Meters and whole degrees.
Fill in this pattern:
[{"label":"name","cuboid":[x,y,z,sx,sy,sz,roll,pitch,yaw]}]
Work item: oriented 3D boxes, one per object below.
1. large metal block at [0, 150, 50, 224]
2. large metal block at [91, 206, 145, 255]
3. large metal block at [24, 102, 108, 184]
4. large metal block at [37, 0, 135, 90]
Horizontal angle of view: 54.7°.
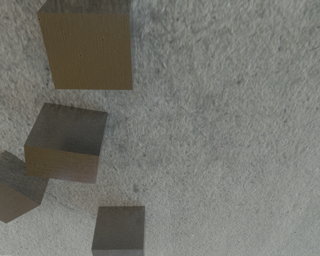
[{"label":"large metal block","cuboid":[-0.231,0.090,0.464,0.080,0.050,0.080,-30,125,22]},{"label":"large metal block","cuboid":[-0.066,0.181,0.524,0.081,0.080,0.050,0,130,-1]},{"label":"large metal block","cuboid":[-0.113,0.018,0.385,0.081,0.080,0.050,9,130,-8]},{"label":"large metal block","cuboid":[-0.068,-0.086,0.316,0.081,0.050,0.079,0,130,-1]}]
